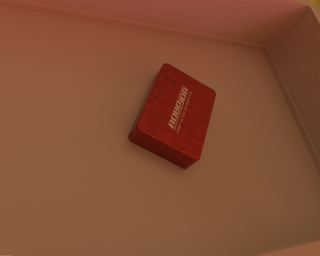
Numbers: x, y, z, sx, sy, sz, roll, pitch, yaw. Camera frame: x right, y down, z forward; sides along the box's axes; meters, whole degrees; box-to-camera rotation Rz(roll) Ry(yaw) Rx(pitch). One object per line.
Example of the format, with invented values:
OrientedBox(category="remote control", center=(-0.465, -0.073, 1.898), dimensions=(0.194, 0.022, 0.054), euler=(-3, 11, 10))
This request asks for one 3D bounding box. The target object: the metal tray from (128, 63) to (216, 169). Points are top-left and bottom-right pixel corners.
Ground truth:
OrientedBox(category="metal tray", center=(0.022, -0.020, 0.426), dimensions=(0.090, 0.030, 0.130), euler=(28, 52, -10))
